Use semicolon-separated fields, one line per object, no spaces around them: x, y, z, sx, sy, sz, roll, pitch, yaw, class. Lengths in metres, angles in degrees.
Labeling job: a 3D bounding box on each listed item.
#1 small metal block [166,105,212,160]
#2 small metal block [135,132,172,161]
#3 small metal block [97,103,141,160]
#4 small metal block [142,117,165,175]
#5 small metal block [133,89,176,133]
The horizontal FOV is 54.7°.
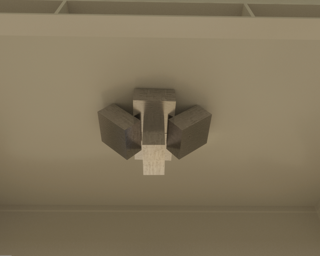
0.036;0.005;0.396;0.050;0.025;0.050;-27;139;-30;small metal block
-0.009;0.017;0.421;0.050;0.025;0.050;2;130;-2;small metal block
-0.051;0.004;0.392;0.050;0.025;0.050;32;139;31;small metal block
-0.007;0.021;0.375;0.025;0.050;0.050;0;130;-1;small metal block
-0.008;-0.021;0.388;0.050;0.025;0.050;1;130;-2;small metal block
